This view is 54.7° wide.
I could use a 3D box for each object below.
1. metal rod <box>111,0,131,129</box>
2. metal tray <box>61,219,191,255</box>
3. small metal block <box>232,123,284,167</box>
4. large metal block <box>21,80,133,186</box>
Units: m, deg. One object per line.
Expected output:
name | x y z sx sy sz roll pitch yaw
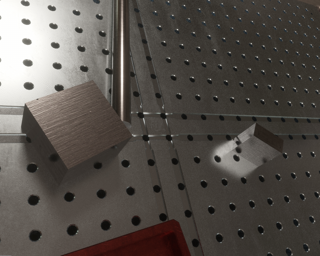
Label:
metal rod | -0.057 -0.132 0.458 0.025 0.025 0.299 10 57 -23
metal tray | -0.027 0.151 0.299 0.131 0.030 0.090 -7 66 -32
small metal block | 0.143 0.026 0.456 0.050 0.050 0.025 31 52 -9
large metal block | -0.092 0.004 0.341 0.081 0.050 0.080 -28 78 -38
